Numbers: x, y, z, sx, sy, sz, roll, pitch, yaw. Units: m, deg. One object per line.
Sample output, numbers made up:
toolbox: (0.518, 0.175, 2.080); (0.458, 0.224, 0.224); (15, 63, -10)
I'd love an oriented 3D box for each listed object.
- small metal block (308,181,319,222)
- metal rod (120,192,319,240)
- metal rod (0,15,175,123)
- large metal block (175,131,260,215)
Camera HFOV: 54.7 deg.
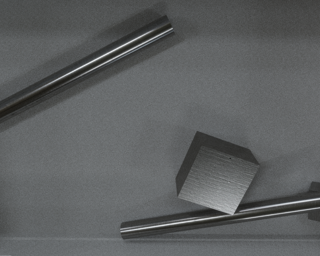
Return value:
small metal block: (0.242, 0.109, 0.442); (0.050, 0.025, 0.050); (6, 114, 33)
metal rod: (0.089, 0.125, 0.440); (0.301, 0.025, 0.025); (-12, 110, 11)
metal rod: (-0.122, -0.059, 0.387); (0.301, 0.025, 0.025); (-25, 109, 8)
large metal block: (0.075, 0.060, 0.421); (0.080, 0.050, 0.079); (19, 109, -8)
